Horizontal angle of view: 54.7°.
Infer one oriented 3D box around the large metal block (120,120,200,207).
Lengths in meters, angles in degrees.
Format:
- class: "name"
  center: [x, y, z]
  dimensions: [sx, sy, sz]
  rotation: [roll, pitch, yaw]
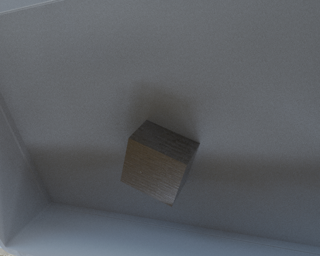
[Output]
- class: "large metal block"
  center: [-0.001, 0.047, 0.421]
  dimensions: [0.080, 0.050, 0.079]
  rotation: [24, 127, 13]
